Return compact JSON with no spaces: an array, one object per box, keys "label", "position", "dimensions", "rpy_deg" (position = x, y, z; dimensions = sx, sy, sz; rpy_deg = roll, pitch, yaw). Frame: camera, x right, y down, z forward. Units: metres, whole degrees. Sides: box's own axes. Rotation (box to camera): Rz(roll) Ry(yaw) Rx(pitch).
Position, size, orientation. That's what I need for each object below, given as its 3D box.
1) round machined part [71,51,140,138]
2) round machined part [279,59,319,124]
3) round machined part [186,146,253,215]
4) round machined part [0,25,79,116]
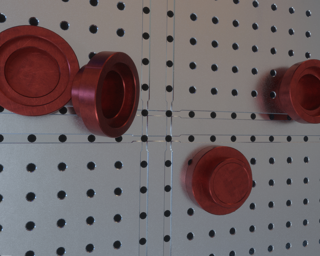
[{"label":"round machined part","position":[-0.065,-0.040,0.361],"dimensions":[0.042,0.098,0.098],"rpy_deg":[8,86,22]},{"label":"round machined part","position":[0.228,-0.055,0.487],"dimensions":[0.099,0.042,0.097],"rpy_deg":[0,90,-20]},{"label":"round machined part","position":[0.090,0.075,0.436],"dimensions":[0.099,0.042,0.097],"rpy_deg":[0,90,-20]},{"label":"round machined part","position":[-0.143,-0.061,0.351],"dimensions":[0.099,0.042,0.097],"rpy_deg":[0,90,-20]}]
